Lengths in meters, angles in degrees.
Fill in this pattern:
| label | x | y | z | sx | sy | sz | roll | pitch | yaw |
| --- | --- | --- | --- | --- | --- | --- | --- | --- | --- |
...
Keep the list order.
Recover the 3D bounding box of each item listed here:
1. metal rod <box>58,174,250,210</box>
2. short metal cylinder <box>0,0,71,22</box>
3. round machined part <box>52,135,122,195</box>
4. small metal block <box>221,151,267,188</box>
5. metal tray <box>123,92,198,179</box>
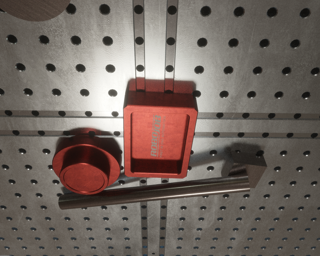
| label | x | y | z | sx | sy | sz | roll | pitch | yaw |
| --- | --- | --- | --- | --- | --- | --- | --- | --- | --- |
| metal rod | -0.017 | 0.101 | 0.479 | 0.301 | 0.025 | 0.025 | -9 | 130 | 14 |
| short metal cylinder | -0.111 | -0.142 | 0.272 | 0.081 | 0.050 | 0.079 | 0 | 130 | 0 |
| round machined part | -0.107 | 0.060 | 0.450 | 0.099 | 0.042 | 0.097 | 0 | 130 | 0 |
| small metal block | 0.126 | 0.063 | 0.468 | 0.050 | 0.025 | 0.050 | 7 | 130 | -7 |
| metal tray | -0.003 | 0.014 | 0.420 | 0.091 | 0.030 | 0.129 | 2 | 130 | -3 |
